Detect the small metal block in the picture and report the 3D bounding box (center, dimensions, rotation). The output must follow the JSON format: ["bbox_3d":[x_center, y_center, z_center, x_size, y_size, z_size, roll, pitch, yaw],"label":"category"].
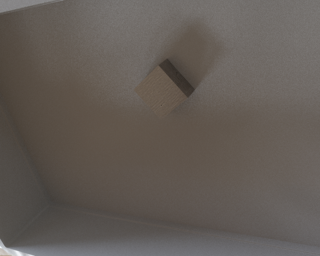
[{"bbox_3d":[0.005,-0.047,0.376,0.050,0.025,0.050,47,129,-6],"label":"small metal block"}]
